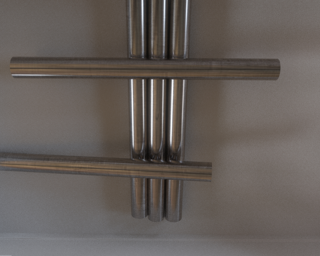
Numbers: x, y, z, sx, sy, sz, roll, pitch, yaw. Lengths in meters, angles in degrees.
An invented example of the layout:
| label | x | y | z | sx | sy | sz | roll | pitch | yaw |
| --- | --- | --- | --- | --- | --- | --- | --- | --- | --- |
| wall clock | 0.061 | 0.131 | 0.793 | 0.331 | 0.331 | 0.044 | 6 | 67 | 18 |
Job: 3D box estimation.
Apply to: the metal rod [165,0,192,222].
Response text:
| label | x | y | z | sx | sy | sz | roll | pitch | yaw |
| --- | --- | --- | --- | --- | --- | --- | --- | --- | --- |
| metal rod | 0.022 | -0.008 | 0.406 | 0.025 | 0.025 | 0.298 | 1 | 110 | 0 |

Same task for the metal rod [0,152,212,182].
| label | x | y | z | sx | sy | sz | roll | pitch | yaw |
| --- | --- | --- | --- | --- | --- | --- | --- | --- | --- |
| metal rod | -0.085 | 0.050 | 0.409 | 0.302 | 0.025 | 0.025 | 2 | 110 | 6 |

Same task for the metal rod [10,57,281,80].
| label | x | y | z | sx | sy | sz | roll | pitch | yaw |
| --- | --- | --- | --- | --- | --- | --- | --- | --- | --- |
| metal rod | -0.016 | -0.069 | 0.358 | 0.302 | 0.025 | 0.025 | 0 | 110 | 0 |

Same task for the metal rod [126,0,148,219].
| label | x | y | z | sx | sy | sz | roll | pitch | yaw |
| --- | --- | --- | --- | --- | --- | --- | --- | --- | --- |
| metal rod | -0.028 | -0.013 | 0.405 | 0.025 | 0.025 | 0.298 | 0 | 110 | 0 |

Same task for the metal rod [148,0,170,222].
| label | x | y | z | sx | sy | sz | roll | pitch | yaw |
| --- | --- | --- | --- | --- | --- | --- | --- | --- | --- |
| metal rod | -0.004 | -0.008 | 0.407 | 0.025 | 0.025 | 0.298 | 1 | 110 | 0 |
